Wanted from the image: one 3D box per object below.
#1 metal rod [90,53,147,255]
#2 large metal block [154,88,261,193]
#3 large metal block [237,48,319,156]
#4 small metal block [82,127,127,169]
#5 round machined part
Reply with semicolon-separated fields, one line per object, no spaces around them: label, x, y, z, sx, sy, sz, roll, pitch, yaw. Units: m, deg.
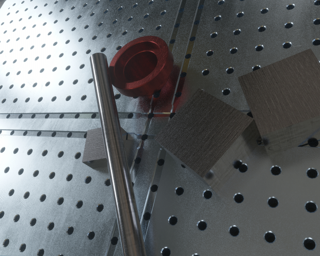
metal rod;-0.057;0.026;0.393;0.025;0.025;0.299;-23;62;15
large metal block;0.055;0.013;0.356;0.080;0.050;0.080;-48;51;-6
large metal block;0.140;-0.027;0.335;0.080;0.050;0.080;-21;54;15
small metal block;-0.077;0.026;0.433;0.050;0.025;0.050;-12;57;22
round machined part;-0.024;-0.087;0.463;0.098;0.042;0.098;-13;56;21
